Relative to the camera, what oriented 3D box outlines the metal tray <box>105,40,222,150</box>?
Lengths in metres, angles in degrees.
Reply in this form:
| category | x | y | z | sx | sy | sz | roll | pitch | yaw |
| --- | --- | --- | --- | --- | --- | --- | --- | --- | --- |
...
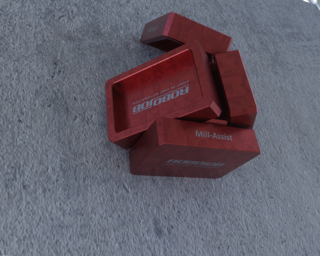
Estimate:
| category | x | y | z | sx | sy | sz | roll | pitch | yaw |
| --- | --- | --- | --- | --- | --- | --- | --- | --- | --- |
| metal tray | -0.002 | -0.037 | 0.366 | 0.030 | 0.130 | 0.090 | 37 | 38 | -54 |

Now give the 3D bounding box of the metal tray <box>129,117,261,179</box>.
| category | x | y | z | sx | sy | sz | roll | pitch | yaw |
| --- | --- | --- | --- | --- | --- | --- | --- | --- | --- |
| metal tray | 0.039 | 0.029 | 0.368 | 0.131 | 0.090 | 0.030 | 7 | 59 | -25 |

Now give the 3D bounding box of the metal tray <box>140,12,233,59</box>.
| category | x | y | z | sx | sy | sz | roll | pitch | yaw |
| --- | --- | --- | --- | --- | --- | --- | --- | --- | --- |
| metal tray | 0.031 | -0.125 | 0.441 | 0.091 | 0.130 | 0.030 | 16 | 96 | -20 |

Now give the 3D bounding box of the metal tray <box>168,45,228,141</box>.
| category | x | y | z | sx | sy | sz | roll | pitch | yaw |
| --- | --- | --- | --- | --- | --- | --- | --- | --- | --- |
| metal tray | 0.039 | -0.041 | 0.410 | 0.030 | 0.090 | 0.130 | 7 | 59 | -25 |

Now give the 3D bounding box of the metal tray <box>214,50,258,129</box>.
| category | x | y | z | sx | sy | sz | roll | pitch | yaw |
| --- | --- | --- | --- | --- | --- | --- | --- | --- | --- |
| metal tray | 0.094 | -0.028 | 0.411 | 0.030 | 0.130 | 0.090 | -10 | 63 | 4 |
